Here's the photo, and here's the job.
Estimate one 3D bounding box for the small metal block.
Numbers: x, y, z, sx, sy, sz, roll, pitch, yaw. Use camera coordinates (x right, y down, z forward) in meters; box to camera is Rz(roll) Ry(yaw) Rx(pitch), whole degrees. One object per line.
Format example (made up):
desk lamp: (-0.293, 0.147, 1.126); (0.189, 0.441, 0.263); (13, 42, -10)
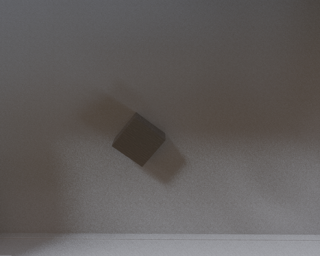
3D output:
small metal block: (-0.028, 0.016, 0.417); (0.050, 0.025, 0.050); (36, 106, -13)
